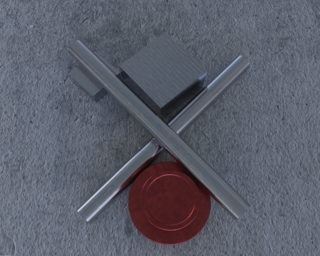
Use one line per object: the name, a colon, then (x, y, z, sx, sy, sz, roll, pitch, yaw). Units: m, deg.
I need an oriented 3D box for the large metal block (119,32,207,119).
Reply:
large metal block: (0.004, -0.069, 0.422, 0.080, 0.050, 0.080, -40, 75, -14)

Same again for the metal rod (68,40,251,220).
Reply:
metal rod: (-0.011, -0.007, 0.385, 0.025, 0.025, 0.300, -42, 76, -14)

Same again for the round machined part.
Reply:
round machined part: (0.012, 0.087, 0.368, 0.099, 0.042, 0.098, 0, 70, -1)

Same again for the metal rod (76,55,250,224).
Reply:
metal rod: (0.014, 0.005, 0.409, 0.025, 0.025, 0.301, 43, 75, 13)

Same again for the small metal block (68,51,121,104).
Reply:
small metal block: (-0.090, -0.071, 0.435, 0.050, 0.025, 0.050, 41, 75, 13)
